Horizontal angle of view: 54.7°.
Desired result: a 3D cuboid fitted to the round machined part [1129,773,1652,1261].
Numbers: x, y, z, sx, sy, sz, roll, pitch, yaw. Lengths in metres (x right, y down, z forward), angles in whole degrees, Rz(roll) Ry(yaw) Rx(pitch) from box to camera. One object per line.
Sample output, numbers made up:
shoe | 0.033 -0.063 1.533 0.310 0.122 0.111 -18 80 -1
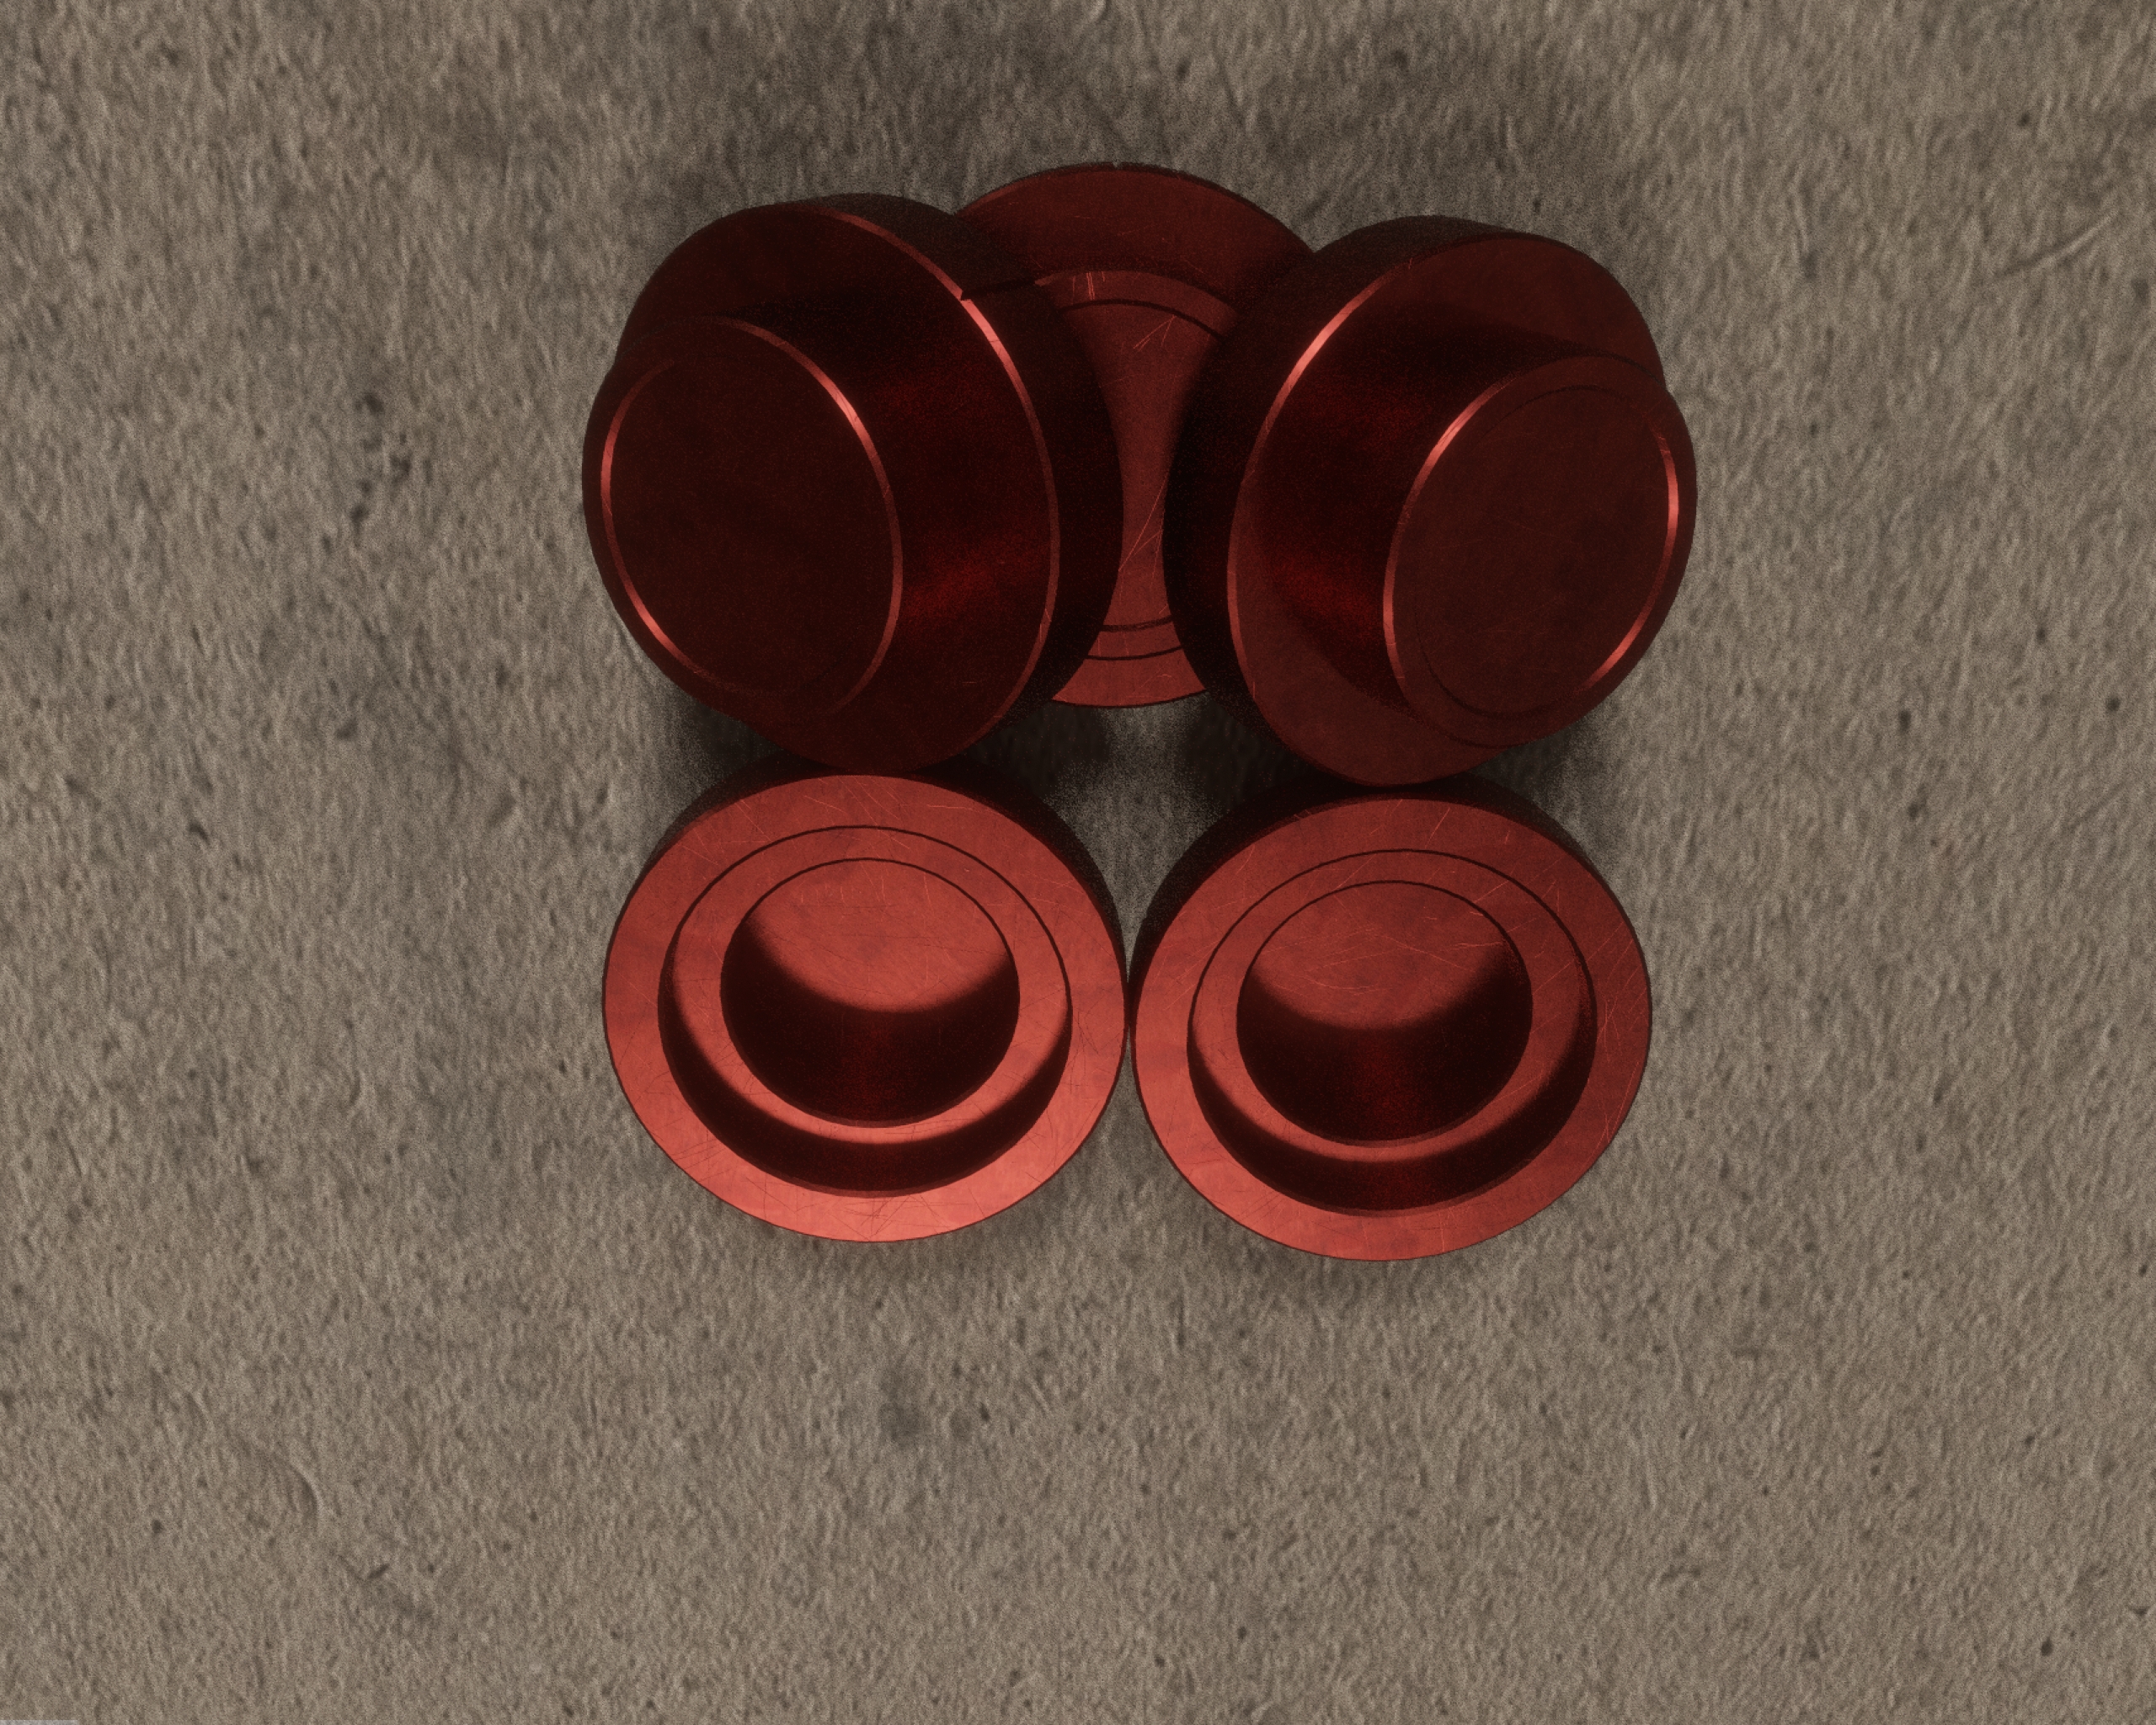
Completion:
round machined part | 0.059 0.026 0.412 0.099 0.042 0.097 0 110 -1

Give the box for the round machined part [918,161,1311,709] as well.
round machined part | 0.006 -0.074 0.374 0.099 0.042 0.097 0 110 -1

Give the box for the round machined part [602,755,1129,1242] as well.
round machined part | -0.040 0.022 0.409 0.099 0.042 0.097 0 110 -1

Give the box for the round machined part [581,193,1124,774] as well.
round machined part | -0.045 -0.061 0.353 0.098 0.042 0.097 14 118 30

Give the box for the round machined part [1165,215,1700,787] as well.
round machined part | 0.067 -0.058 0.358 0.099 0.042 0.097 -15 120 -28
